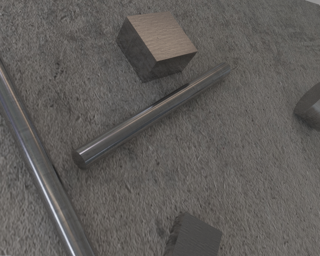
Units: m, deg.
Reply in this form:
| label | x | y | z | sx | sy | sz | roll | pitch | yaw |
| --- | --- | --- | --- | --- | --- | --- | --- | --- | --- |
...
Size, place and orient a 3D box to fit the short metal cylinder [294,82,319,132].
| label | x | y | z | sx | sy | sz | roll | pitch | yaw |
| --- | --- | --- | --- | --- | --- | --- | --- | --- | --- |
| short metal cylinder | 0.287 | -0.040 | 0.547 | 0.050 | 0.080 | 0.080 | 40 | 51 | -2 |

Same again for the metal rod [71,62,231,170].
| label | x | y | z | sx | sy | sz | roll | pitch | yaw |
| --- | --- | --- | --- | --- | --- | --- | --- | --- | --- |
| metal rod | 0.010 | -0.032 | 0.428 | 0.302 | 0.025 | 0.025 | -34 | 81 | -38 |

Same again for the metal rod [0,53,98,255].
| label | x | y | z | sx | sy | sz | roll | pitch | yaw |
| --- | --- | --- | --- | --- | --- | --- | --- | --- | --- |
| metal rod | -0.117 | 0.045 | 0.312 | 0.025 | 0.025 | 0.299 | -21 | 73 | -36 |

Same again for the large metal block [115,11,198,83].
| label | x | y | z | sx | sy | sz | roll | pitch | yaw |
| --- | --- | --- | --- | --- | --- | --- | --- | --- | --- |
| large metal block | -0.005 | -0.121 | 0.459 | 0.081 | 0.050 | 0.080 | -23 | 74 | -36 |

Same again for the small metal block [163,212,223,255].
| label | x | y | z | sx | sy | sz | roll | pitch | yaw |
| --- | --- | --- | --- | --- | --- | --- | --- | --- | --- |
| small metal block | 0.037 | 0.130 | 0.344 | 0.050 | 0.025 | 0.050 | 31 | 52 | -8 |
